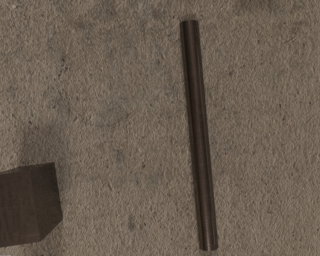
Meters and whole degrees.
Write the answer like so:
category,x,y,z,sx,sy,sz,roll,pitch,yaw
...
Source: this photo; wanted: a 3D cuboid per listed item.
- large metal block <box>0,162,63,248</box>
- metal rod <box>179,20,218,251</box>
category,x,y,z,sx,sy,sz,roll,pitch,yaw
large metal block,-0.162,0.089,0.380,0.050,0.080,0.080,-8,90,0
metal rod,0.052,0.010,0.410,0.025,0.025,0.298,-5,90,-1
